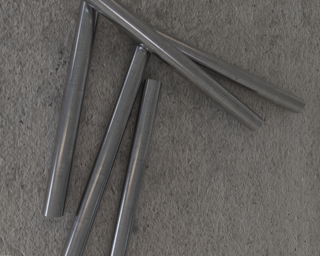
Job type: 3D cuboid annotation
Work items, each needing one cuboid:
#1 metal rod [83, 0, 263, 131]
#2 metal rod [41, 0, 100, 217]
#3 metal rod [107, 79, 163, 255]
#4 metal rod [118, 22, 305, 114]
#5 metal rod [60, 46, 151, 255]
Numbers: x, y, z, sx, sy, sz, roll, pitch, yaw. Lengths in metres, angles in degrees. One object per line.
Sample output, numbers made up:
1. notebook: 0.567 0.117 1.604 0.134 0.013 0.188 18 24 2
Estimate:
1. metal rod: 0.028 -0.082 0.401 0.301 0.025 0.025 34 79 -24
2. metal rod: -0.101 -0.046 0.371 0.025 0.025 0.298 11 86 -20
3. metal rod: -0.039 0.085 0.394 0.025 0.025 0.298 13 86 -20
4. metal rod: 0.085 -0.085 0.440 0.302 0.025 0.025 21 83 -19
5. metal rod: -0.069 0.041 0.383 0.025 0.025 0.299 20 83 -19
